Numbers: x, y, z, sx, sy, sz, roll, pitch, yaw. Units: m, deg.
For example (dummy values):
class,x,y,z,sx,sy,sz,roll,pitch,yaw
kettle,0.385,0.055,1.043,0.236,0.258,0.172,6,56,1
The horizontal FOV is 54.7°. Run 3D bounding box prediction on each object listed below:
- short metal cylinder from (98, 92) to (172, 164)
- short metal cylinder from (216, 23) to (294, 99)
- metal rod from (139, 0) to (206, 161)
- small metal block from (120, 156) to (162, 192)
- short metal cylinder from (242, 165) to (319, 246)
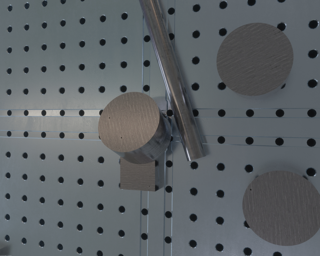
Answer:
class,x,y,z,sx,sy,sz,roll,pitch,yaw
short metal cylinder,-0.031,0.001,0.396,0.080,0.050,0.080,-7,65,16
short metal cylinder,0.110,-0.075,0.360,0.080,0.050,0.079,0,90,20
metal rod,0.005,-0.103,0.410,0.025,0.025,0.299,-18,84,19
small metal block,-0.026,0.058,0.422,0.050,0.025,0.050,0,90,20
short metal cylinder,0.137,0.085,0.351,0.080,0.050,0.079,0,90,20
